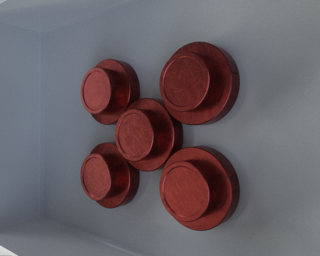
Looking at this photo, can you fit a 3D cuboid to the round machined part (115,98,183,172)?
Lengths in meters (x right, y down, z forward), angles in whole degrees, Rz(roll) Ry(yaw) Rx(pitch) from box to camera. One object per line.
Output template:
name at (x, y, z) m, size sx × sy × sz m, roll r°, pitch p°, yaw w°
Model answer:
round machined part at (-0.021, 0.009, 0.409) m, size 0.098 × 0.042 × 0.097 m, roll 0°, pitch 90°, yaw 39°

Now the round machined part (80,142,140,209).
round machined part at (-0.080, 0.070, 0.457) m, size 0.098 × 0.042 × 0.097 m, roll 0°, pitch 90°, yaw 39°

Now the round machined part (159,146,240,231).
round machined part at (0.038, 0.071, 0.361) m, size 0.098 × 0.042 × 0.097 m, roll 0°, pitch 90°, yaw 39°

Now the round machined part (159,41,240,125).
round machined part at (0.038, -0.052, 0.361) m, size 0.098 × 0.042 × 0.097 m, roll 0°, pitch 90°, yaw 39°

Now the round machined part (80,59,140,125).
round machined part at (-0.080, -0.053, 0.457) m, size 0.098 × 0.042 × 0.097 m, roll 0°, pitch 90°, yaw 39°
